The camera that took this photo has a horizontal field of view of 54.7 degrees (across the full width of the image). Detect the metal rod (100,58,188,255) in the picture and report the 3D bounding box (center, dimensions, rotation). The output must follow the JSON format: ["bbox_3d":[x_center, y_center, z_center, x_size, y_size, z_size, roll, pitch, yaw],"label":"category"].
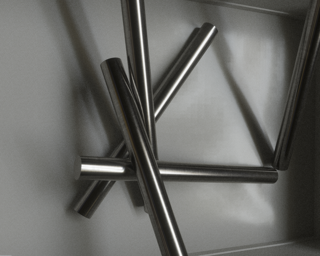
[{"bbox_3d":[-0.007,0.064,0.322,0.025,0.025,0.299,-15,77,-19],"label":"metal rod"}]

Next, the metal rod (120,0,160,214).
[{"bbox_3d":[-0.021,-0.034,0.362,0.025,0.025,0.298,-12,110,-20],"label":"metal rod"}]

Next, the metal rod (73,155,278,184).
[{"bbox_3d":[0.043,0.057,0.394,0.302,0.025,0.025,7,88,-32],"label":"metal rod"}]

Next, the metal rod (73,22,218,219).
[{"bbox_3d":[-0.012,-0.018,0.405,0.025,0.025,0.300,38,78,-16],"label":"metal rod"}]

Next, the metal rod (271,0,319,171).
[{"bbox_3d":[0.190,-0.072,0.411,0.025,0.025,0.298,-9,120,-20],"label":"metal rod"}]
